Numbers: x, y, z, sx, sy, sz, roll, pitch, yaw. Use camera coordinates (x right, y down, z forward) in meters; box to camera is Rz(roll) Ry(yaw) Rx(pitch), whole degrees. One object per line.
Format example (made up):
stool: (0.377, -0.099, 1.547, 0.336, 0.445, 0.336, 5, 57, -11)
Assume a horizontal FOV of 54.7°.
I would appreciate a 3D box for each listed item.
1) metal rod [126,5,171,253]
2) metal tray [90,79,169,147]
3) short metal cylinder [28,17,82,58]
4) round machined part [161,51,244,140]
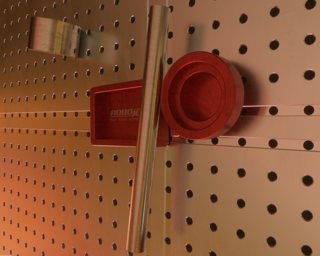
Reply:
metal rod: (-0.015, 0.005, 0.382, 0.025, 0.025, 0.298, 9, 95, 39)
metal tray: (-0.048, -0.019, 0.445, 0.130, 0.030, 0.089, -1, 89, 40)
short metal cylinder: (-0.176, -0.150, 0.519, 0.080, 0.081, 0.050, 16, 101, 39)
round machined part: (0.051, -0.036, 0.356, 0.098, 0.042, 0.097, 0, 90, 40)
